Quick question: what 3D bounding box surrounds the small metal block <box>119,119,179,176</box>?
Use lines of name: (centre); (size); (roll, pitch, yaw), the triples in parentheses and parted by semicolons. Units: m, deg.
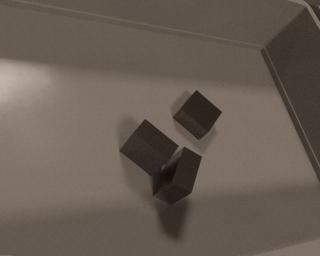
small metal block: (-0.014, 0.024, 0.369); (0.050, 0.050, 0.025); (39, 51, -2)

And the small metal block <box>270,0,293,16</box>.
small metal block: (0.298, -0.306, 0.743); (0.025, 0.050, 0.050); (39, 51, -3)

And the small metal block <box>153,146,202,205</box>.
small metal block: (0.021, 0.057, 0.367); (0.025, 0.050, 0.050); (30, 52, -10)

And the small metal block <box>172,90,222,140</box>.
small metal block: (0.055, -0.019, 0.449); (0.050, 0.025, 0.050); (41, 51, -1)
